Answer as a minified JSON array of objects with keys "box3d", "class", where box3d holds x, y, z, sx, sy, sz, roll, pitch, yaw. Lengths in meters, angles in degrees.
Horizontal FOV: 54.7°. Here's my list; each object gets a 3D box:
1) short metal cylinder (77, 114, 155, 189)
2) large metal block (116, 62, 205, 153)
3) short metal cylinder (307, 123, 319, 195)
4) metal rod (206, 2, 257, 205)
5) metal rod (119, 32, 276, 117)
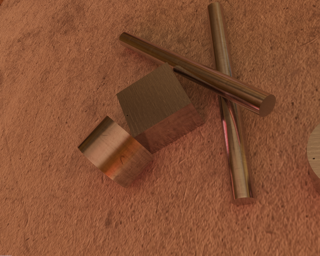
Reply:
[{"box3d":[-0.053,0.028,0.379,0.050,0.080,0.080,-49,52,-6],"class":"short metal cylinder"},{"box3d":[-0.001,-0.026,0.404,0.080,0.050,0.080,-31,52,8],"class":"large metal block"},{"box3d":[0.177,0.031,0.277,0.080,0.050,0.080,-13,56,21],"class":"short metal cylinder"},{"box3d":[0.084,-0.053,0.392,0.025,0.025,0.299,-14,56,20],"class":"metal rod"},{"box3d":[0.026,-0.087,0.422,0.025,0.025,0.300,-47,45,-5],"class":"metal rod"}]
